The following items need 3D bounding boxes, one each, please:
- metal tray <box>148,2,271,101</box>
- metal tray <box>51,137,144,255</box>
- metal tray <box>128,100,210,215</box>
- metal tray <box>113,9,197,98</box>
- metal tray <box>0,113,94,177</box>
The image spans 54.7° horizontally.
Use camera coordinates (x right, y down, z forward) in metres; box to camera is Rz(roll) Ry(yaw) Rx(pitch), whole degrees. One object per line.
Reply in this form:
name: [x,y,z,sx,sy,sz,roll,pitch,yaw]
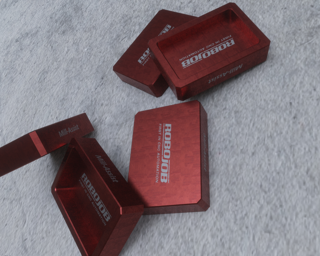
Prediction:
metal tray: [0.061,-0.101,0.402,0.131,0.030,0.090,-27,62,-5]
metal tray: [-0.080,0.082,0.364,0.130,0.030,0.089,45,116,39]
metal tray: [0.011,0.034,0.373,0.090,0.030,0.130,-10,57,22]
metal tray: [0.000,-0.117,0.471,0.090,0.030,0.130,29,77,37]
metal tray: [-0.156,0.021,0.409,0.090,0.130,0.030,-24,96,17]
